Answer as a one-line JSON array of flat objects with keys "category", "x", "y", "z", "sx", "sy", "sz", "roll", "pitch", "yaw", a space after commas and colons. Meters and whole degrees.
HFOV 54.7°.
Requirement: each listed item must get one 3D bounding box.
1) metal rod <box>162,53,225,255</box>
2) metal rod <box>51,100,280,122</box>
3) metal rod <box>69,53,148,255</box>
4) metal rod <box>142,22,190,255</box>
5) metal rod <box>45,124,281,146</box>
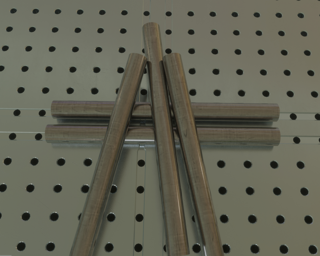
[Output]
[{"category": "metal rod", "x": 0.042, "y": 0.050, "z": 0.374, "sx": 0.025, "sy": 0.025, "sz": 0.299, "roll": -10, "pitch": 77, "yaw": -4}, {"category": "metal rod", "x": 0.007, "y": -0.023, "z": 0.420, "sx": 0.302, "sy": 0.025, "sz": 0.025, "roll": 1, "pitch": 70, "yaw": 0}, {"category": "metal rod", "x": -0.065, "y": 0.049, "z": 0.374, "sx": 0.025, "sy": 0.025, "sz": 0.299, "roll": 14, "pitch": 77, "yaw": 4}, {"category": "metal rod", "x": 0.004, "y": -0.001, "z": 0.386, "sx": 0.025, "sy": 0.025, "sz": 0.299, "roll": -6, "pitch": 70, "yaw": -3}, {"category": "metal rod", "x": 0.004, "y": 0.009, "z": 0.409, "sx": 0.302, "sy": 0.025, "sz": 0.025, "roll": 1, "pitch": 70, "yaw": 0}]
